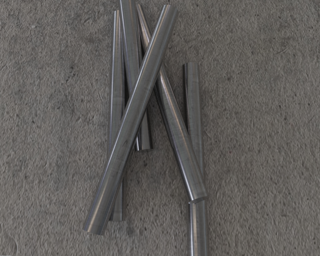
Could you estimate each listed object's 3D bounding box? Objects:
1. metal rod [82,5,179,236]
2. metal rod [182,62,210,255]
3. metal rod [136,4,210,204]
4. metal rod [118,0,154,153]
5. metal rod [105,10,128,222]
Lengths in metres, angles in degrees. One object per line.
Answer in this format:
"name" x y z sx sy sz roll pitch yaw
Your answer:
"metal rod" -0.030 -0.022 0.382 0.025 0.025 0.299 16 74 6
"metal rod" 0.044 0.054 0.388 0.025 0.025 0.299 0 70 0
"metal rod" 0.005 -0.049 0.411 0.025 0.025 0.299 -14 65 -5
"metal rod" -0.039 -0.115 0.431 0.025 0.025 0.299 -7 77 -3
"metal rod" -0.057 -0.030 0.418 0.025 0.025 0.299 -1 70 -1
